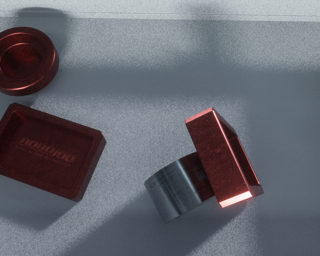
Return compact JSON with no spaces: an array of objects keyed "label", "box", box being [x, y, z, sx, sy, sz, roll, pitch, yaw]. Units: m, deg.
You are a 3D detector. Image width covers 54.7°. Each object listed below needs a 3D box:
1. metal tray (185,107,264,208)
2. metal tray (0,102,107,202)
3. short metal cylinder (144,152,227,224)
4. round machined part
[{"label":"metal tray","box":[0.076,0.036,0.341,0.030,0.130,0.090,-27,71,16]},{"label":"metal tray","box":[-0.146,0.030,0.394,0.131,0.030,0.090,18,71,6]},{"label":"short metal cylinder","box":[0.029,0.068,0.356,0.080,0.080,0.050,-27,73,-10]},{"label":"round machined part","box":[-0.190,-0.088,0.430,0.099,0.042,0.098,0,70,-1]}]
